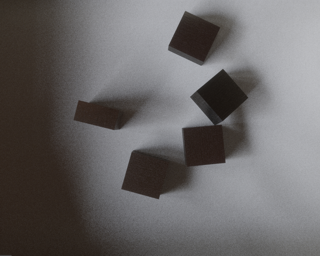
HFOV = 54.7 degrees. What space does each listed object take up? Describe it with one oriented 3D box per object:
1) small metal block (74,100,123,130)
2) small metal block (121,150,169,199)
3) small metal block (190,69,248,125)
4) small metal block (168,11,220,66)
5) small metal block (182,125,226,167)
[{"bbox_3d":[-0.077,-0.016,0.398,0.050,0.050,0.025,14,90,-1],"label":"small metal block"},{"bbox_3d":[-0.019,0.061,0.411,0.050,0.025,0.050,16,90,-1],"label":"small metal block"},{"bbox_3d":[0.077,-0.040,0.405,0.050,0.025,0.050,-41,90,-18],"label":"small metal block"},{"bbox_3d":[0.045,-0.118,0.412,0.050,0.025,0.050,25,90,-1],"label":"small metal block"},{"bbox_3d":[0.057,0.023,0.412,0.050,0.025,0.050,-6,90,-1],"label":"small metal block"}]
